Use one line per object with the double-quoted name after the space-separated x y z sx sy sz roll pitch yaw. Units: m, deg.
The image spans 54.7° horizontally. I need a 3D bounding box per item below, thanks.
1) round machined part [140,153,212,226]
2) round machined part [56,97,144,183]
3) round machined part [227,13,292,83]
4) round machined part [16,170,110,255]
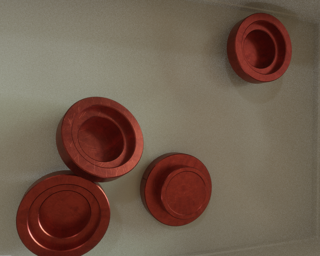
0.026 0.083 0.413 0.099 0.042 0.097 0 90 -21 "round machined part"
-0.072 0.016 0.362 0.099 0.042 0.098 16 59 -29 "round machined part"
0.140 -0.113 0.455 0.099 0.042 0.097 0 90 -21 "round machined part"
-0.110 0.096 0.358 0.099 0.042 0.097 -2 96 -17 "round machined part"
